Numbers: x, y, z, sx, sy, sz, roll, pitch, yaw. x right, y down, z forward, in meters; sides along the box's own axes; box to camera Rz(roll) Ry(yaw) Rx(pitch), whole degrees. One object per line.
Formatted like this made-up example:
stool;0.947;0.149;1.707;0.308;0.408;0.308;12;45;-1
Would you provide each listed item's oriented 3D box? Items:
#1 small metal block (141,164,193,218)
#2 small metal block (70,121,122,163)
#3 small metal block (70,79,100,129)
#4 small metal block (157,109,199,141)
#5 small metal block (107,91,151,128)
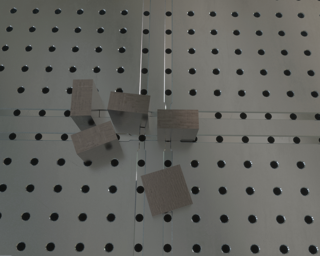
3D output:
small metal block;0.008;0.078;0.383;0.050;0.025;0.050;-16;71;-6
small metal block;-0.078;0.019;0.391;0.050;0.050;0.025;-21;72;-8
small metal block;-0.097;-0.030;0.408;0.025;0.050;0.050;-1;70;-1
small metal block;0.022;-0.003;0.400;0.050;0.050;0.025;0;70;0
small metal block;-0.038;-0.023;0.407;0.050;0.050;0.025;6;70;2
